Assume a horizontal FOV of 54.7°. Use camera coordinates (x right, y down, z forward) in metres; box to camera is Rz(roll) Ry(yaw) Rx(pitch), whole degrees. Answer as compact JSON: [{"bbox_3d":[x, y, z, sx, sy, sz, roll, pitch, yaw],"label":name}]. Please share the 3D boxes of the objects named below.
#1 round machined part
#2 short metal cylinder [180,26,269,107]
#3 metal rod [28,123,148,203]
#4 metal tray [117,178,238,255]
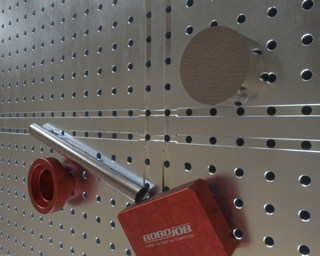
[{"bbox_3d":[-0.192,0.101,0.553,0.098,0.042,0.097,0,90,39],"label":"round machined part"},{"bbox_3d":[0.069,-0.064,0.335,0.080,0.050,0.079,0,90,39],"label":"short metal cylinder"},{"bbox_3d":[-0.136,0.049,0.518,0.300,0.025,0.025,22,104,37],"label":"metal rod"},{"bbox_3d":[0.016,0.124,0.377,0.130,0.030,0.090,-29,86,36],"label":"metal tray"}]
